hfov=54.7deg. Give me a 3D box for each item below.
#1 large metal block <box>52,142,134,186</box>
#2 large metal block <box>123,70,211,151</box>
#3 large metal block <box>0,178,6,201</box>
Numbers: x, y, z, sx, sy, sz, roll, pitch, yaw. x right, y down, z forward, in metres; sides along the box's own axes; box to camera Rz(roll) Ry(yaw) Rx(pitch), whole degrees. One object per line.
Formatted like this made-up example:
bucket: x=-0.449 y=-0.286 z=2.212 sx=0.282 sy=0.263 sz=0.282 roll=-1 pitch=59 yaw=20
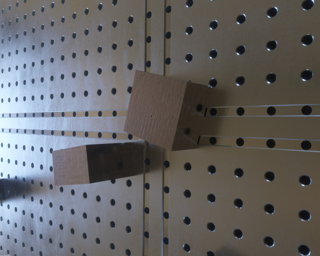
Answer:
large metal block: x=-0.097 y=0.052 z=0.451 sx=0.080 sy=0.081 sz=0.050 roll=-11 pitch=83 yaw=39
large metal block: x=0.007 y=-0.023 z=0.385 sx=0.080 sy=0.050 sz=0.079 roll=20 pitch=103 yaw=38
large metal block: x=-0.418 y=0.154 z=0.713 sx=0.080 sy=0.081 sz=0.050 roll=-23 pitch=76 yaw=37
